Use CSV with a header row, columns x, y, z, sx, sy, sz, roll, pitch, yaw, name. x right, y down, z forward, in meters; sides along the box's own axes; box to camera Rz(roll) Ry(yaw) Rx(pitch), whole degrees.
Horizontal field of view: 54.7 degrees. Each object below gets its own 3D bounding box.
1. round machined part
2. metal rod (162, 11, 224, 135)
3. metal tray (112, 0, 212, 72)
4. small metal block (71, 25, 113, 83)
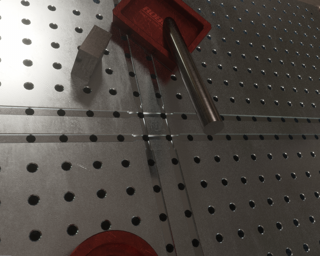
x,y,z,sx,sy,sz,roll,pitch,yaw,name
-0.047,0.148,0.283,0.099,0.042,0.098,14,56,-21,round machined part
0.029,-0.111,0.450,0.025,0.025,0.300,7,45,-25,metal rod
0.003,-0.163,0.483,0.130,0.030,0.090,39,77,-3,metal tray
-0.089,-0.097,0.404,0.025,0.050,0.050,27,52,-12,small metal block
